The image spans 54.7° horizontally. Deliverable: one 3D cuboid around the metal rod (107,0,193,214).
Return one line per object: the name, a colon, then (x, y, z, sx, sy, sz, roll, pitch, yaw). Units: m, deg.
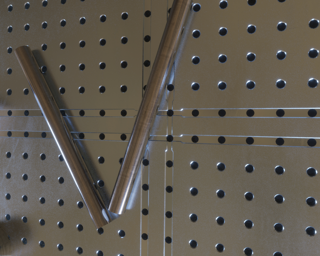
metal rod: (-0.015, -0.026, 0.417, 0.025, 0.025, 0.298, 20, 97, 19)

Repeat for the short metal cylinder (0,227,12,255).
short metal cylinder: (-0.292, 0.203, 0.503, 0.080, 0.050, 0.080, 0, 90, 20)

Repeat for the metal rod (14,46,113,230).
metal rod: (-0.148, 0.008, 0.464, 0.025, 0.025, 0.299, -31, 80, 17)
